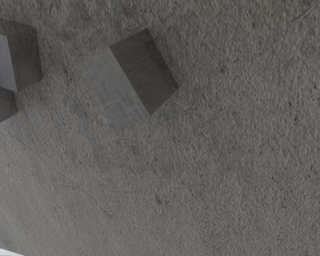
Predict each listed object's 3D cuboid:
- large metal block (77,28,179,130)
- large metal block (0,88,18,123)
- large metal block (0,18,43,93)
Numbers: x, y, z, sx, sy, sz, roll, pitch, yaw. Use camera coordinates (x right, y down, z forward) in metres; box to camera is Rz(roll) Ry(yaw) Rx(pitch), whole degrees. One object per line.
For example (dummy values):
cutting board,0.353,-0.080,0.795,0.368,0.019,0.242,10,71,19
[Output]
large metal block,-0.032,-0.057,0.353,0.050,0.080,0.080,-20,108,35
large metal block,-0.283,-0.048,0.491,0.050,0.080,0.079,17,125,19
large metal block,-0.222,-0.106,0.442,0.080,0.050,0.079,18,126,17
